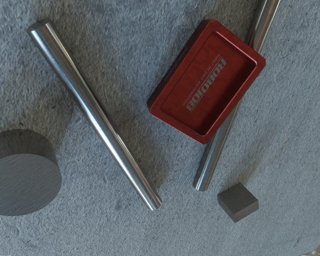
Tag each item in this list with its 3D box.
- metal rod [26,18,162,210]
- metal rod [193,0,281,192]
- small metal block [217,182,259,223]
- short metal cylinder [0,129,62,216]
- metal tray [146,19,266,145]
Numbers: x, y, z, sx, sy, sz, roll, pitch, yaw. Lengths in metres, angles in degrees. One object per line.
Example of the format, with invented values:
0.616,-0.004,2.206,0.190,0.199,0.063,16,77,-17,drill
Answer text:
-0.061,0.010,0.379,0.025,0.025,0.299,-32,129,-7,metal rod
0.102,-0.036,0.439,0.025,0.025,0.298,1,118,-29,metal rod
0.137,0.131,0.546,0.050,0.050,0.025,-26,128,-13,small metal block
-0.153,0.048,0.337,0.081,0.050,0.079,-14,124,-21,short metal cylinder
0.056,-0.054,0.383,0.090,0.030,0.129,30,102,-20,metal tray
